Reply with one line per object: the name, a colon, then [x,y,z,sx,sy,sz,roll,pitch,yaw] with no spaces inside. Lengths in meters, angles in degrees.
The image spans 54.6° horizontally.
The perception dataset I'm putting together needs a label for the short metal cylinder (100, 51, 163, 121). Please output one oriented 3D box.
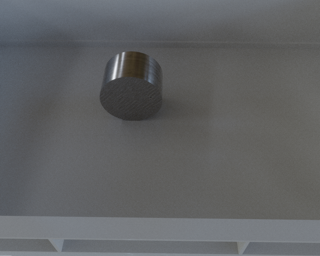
short metal cylinder: [-0.037,-0.055,0.415,0.080,0.080,0.050,1,50,0]
